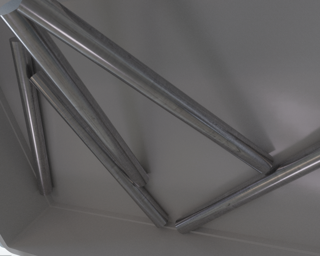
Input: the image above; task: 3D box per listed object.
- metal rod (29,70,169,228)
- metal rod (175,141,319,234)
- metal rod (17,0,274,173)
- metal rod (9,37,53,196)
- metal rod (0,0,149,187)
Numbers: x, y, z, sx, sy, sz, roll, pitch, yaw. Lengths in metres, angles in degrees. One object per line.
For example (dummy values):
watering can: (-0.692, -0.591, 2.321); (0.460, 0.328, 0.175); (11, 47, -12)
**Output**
metal rod: (-0.088, 0.037, 0.478); (0.025, 0.025, 0.300); (-32, 101, 38)
metal rod: (0.120, 0.076, 0.391); (0.025, 0.025, 0.299); (45, 129, -3)
metal rod: (0.010, -0.029, 0.306); (0.301, 0.025, 0.025); (32, 134, -26)
metal rod: (-0.209, -0.001, 0.518); (0.025, 0.025, 0.298); (17, 126, 18)
metal rod: (-0.076, -0.011, 0.365); (0.025, 0.025, 0.299); (4, 145, 26)
